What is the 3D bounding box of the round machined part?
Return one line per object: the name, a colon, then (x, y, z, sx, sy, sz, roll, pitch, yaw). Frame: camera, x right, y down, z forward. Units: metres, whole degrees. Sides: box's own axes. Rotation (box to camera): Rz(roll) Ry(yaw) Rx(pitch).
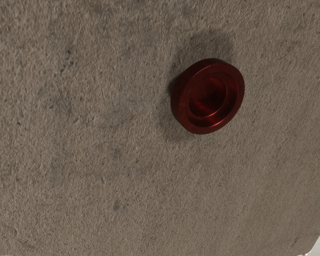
round machined part: (0.057, -0.044, 0.402, 0.099, 0.042, 0.097, -14, 125, -21)
